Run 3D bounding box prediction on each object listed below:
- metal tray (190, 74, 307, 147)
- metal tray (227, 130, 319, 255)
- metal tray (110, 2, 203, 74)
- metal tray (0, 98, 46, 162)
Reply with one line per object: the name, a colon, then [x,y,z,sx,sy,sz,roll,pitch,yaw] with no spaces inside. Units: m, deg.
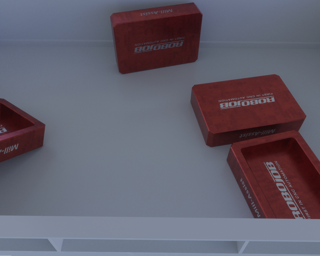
metal tray: [0.116,-0.027,0.425,0.131,0.030,0.090,-9,51,-7]
metal tray: [0.142,0.067,0.346,0.091,0.030,0.130,-11,51,-10]
metal tray: [-0.005,-0.137,0.477,0.131,0.090,0.030,-12,51,-10]
metal tray: [-0.214,0.008,0.356,0.090,0.030,0.131,28,28,21]
